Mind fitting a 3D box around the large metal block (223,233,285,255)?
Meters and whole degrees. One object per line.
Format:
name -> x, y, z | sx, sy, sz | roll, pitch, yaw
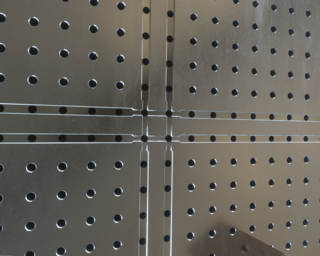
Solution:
large metal block -> 0.128, 0.204, 0.431 | 0.080, 0.080, 0.050 | -36, 102, -16
